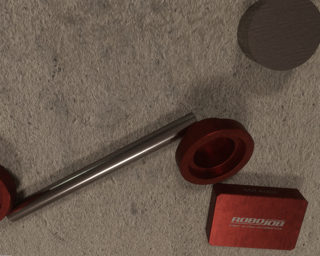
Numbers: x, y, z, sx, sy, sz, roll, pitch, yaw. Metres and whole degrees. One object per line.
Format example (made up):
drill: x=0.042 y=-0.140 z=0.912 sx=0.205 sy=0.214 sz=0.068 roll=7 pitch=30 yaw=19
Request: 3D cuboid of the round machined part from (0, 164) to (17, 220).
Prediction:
round machined part: x=-0.247 y=0.083 z=0.428 sx=0.099 sy=0.042 sz=0.097 roll=0 pitch=110 yaw=0

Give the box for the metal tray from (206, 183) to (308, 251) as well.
metal tray: x=0.139 y=0.132 z=0.458 sx=0.131 sy=0.030 sz=0.089 roll=5 pitch=110 yaw=-2

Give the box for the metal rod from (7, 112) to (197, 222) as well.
metal rod: x=-0.084 y=0.058 z=0.429 sx=0.301 sy=0.025 sz=0.025 roll=-27 pitch=108 yaw=9

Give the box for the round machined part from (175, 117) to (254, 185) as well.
round machined part: x=0.066 y=0.025 z=0.398 sx=0.099 sy=0.042 sz=0.097 roll=-11 pitch=133 yaw=-12

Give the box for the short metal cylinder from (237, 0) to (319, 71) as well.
short metal cylinder: x=0.136 y=-0.110 z=0.358 sx=0.081 sy=0.050 sz=0.079 roll=0 pitch=110 yaw=-1
